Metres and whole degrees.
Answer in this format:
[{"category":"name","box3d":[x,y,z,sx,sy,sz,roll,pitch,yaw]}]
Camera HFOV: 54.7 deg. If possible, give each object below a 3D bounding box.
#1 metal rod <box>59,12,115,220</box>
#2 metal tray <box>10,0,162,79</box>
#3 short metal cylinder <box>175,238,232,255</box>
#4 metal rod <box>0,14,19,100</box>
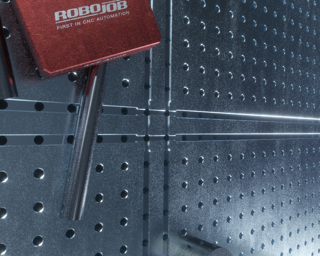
[{"category":"metal rod","box3d":[-0.073,-0.051,0.347,0.025,0.025,0.298,14,81,-39]},{"category":"metal tray","box3d":[-0.072,-0.113,0.320,0.131,0.030,0.090,-23,97,-25]},{"category":"short metal cylinder","box3d":[0.063,0.206,0.446,0.081,0.050,0.079,0,90,-40]},{"category":"metal rod","box3d":[-0.169,-0.172,0.267,0.025,0.025,0.298,-16,100,-39]}]
